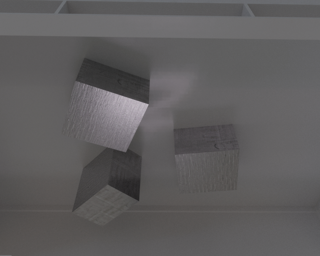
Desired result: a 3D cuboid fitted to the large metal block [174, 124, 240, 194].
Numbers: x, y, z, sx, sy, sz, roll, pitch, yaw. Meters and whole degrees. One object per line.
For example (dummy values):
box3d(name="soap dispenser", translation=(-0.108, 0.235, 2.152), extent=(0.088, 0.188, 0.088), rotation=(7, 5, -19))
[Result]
box3d(name="large metal block", translation=(0.063, 0.044, 0.431), extent=(0.080, 0.050, 0.080), rotation=(-5, 130, 4))

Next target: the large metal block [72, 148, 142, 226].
box3d(name="large metal block", translation=(-0.073, 0.079, 0.439), extent=(0.050, 0.080, 0.080), rotation=(35, 122, -26))

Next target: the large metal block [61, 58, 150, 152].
box3d(name="large metal block", translation=(-0.065, -0.025, 0.370), extent=(0.081, 0.050, 0.079), rotation=(17, 128, -14))
